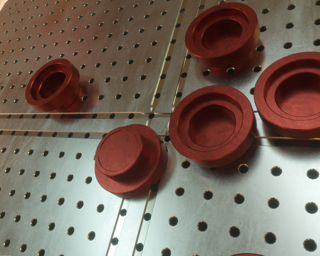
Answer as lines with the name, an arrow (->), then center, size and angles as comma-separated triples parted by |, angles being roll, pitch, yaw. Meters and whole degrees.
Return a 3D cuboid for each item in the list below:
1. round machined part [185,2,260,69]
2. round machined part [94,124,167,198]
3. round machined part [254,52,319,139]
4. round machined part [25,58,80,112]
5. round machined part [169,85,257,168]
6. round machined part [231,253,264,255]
round machined part -> 0.087, -0.121, 0.427 | 0.098, 0.042, 0.098 | -13, 56, 21
round machined part -> -0.044, 0.037, 0.399 | 0.098, 0.042, 0.098 | -13, 56, 21
round machined part -> 0.156, -0.031, 0.335 | 0.098, 0.042, 0.098 | -13, 56, 21
round machined part -> -0.178, -0.069, 0.535 | 0.098, 0.042, 0.098 | -13, 56, 21
round machined part -> 0.063, 0.001, 0.364 | 0.098, 0.042, 0.098 | -13, 56, 21
round machined part -> 0.080, 0.159, 0.258 | 0.098, 0.042, 0.098 | -13, 56, 21
